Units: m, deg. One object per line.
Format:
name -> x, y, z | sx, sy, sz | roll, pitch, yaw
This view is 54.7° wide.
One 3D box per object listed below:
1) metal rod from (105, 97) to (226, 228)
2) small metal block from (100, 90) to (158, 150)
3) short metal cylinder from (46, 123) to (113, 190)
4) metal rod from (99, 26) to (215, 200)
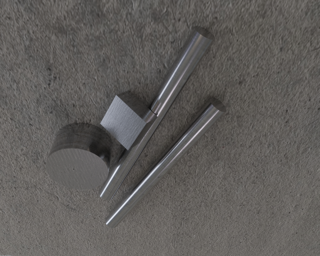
metal rod -> -0.006, 0.068, 0.464 | 0.025, 0.025, 0.298 | 25, 126, -20
small metal block -> -0.039, -0.009, 0.383 | 0.050, 0.025, 0.050 | 43, 125, 10
short metal cylinder -> -0.108, 0.039, 0.423 | 0.081, 0.050, 0.079 | 0, 130, 0
metal rod -> -0.019, 0.003, 0.409 | 0.025, 0.025, 0.298 | 21, 127, -17
